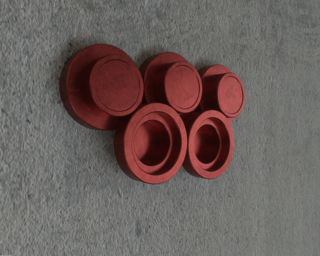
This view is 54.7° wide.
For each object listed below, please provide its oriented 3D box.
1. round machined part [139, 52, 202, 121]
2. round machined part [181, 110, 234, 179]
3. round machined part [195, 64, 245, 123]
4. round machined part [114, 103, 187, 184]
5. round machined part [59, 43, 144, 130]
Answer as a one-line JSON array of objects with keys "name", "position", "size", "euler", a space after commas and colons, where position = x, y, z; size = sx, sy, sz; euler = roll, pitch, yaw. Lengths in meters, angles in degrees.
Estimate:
[{"name": "round machined part", "position": [0.018, -0.053, 0.413], "size": [0.099, 0.042, 0.097], "euler": [0, 90, -40]}, {"name": "round machined part", "position": [0.060, 0.023, 0.448], "size": [0.099, 0.042, 0.097], "euler": [0, 90, -40]}, {"name": "round machined part", "position": [0.094, -0.049, 0.477], "size": [0.099, 0.042, 0.097], "euler": [0, 90, -40]}, {"name": "round machined part", "position": [-0.016, 0.018, 0.384], "size": [0.099, 0.042, 0.097], "euler": [0, 90, -40]}, {"name": "round machined part", "position": [-0.058, -0.046, 0.348], "size": [0.099, 0.042, 0.097], "euler": [0, 90, -40]}]
